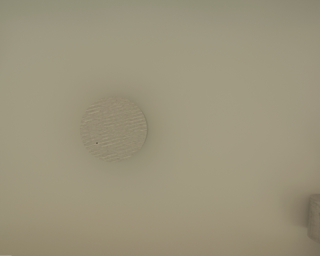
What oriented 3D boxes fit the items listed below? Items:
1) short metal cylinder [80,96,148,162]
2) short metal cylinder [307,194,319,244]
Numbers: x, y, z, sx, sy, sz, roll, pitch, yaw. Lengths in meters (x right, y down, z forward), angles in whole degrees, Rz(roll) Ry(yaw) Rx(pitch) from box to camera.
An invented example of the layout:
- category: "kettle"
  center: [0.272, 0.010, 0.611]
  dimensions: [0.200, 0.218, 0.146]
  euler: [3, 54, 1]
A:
- category: "short metal cylinder"
  center: [-0.056, 0.001, 0.398]
  dimensions: [0.081, 0.050, 0.079]
  euler: [0, 90, -1]
- category: "short metal cylinder"
  center: [0.230, 0.117, 0.387]
  dimensions: [0.081, 0.080, 0.050]
  euler: [5, 90, -1]
